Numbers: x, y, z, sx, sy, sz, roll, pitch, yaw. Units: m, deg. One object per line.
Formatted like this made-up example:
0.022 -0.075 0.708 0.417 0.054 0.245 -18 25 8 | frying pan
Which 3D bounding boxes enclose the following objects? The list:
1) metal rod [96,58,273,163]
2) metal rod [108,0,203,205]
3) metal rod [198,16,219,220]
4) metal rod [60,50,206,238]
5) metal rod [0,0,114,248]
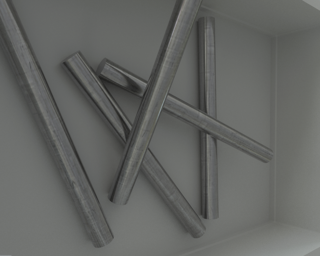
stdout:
0.052 -0.012 0.424 0.302 0.025 0.025 25 74 -29 | metal rod
0.001 -0.051 0.329 0.025 0.025 0.298 8 109 -40 | metal rod
0.073 -0.014 0.467 0.025 0.025 0.298 -2 92 -40 | metal rod
-0.019 0.038 0.389 0.025 0.025 0.299 -49 119 -29 | metal rod
-0.111 -0.008 0.312 0.025 0.025 0.298 -31 109 -36 | metal rod
